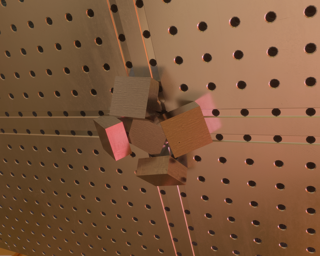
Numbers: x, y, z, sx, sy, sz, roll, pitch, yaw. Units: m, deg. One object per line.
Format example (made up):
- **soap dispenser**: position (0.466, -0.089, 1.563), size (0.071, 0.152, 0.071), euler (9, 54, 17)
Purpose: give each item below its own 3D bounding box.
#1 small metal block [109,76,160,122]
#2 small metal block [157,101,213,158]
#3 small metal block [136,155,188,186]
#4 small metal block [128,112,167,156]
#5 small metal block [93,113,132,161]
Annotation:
- **small metal block**: position (-0.032, -0.037, 0.388), size (0.050, 0.025, 0.050), euler (6, 85, 25)
- **small metal block**: position (0.031, 0.002, 0.380), size (0.050, 0.025, 0.050), euler (-23, 110, -1)
- **small metal block**: position (0.003, 0.061, 0.430), size (0.050, 0.025, 0.050), euler (-9, 150, 32)
- **small metal block**: position (-0.012, 0.006, 0.419), size (0.050, 0.025, 0.050), euler (28, 128, 10)
- **small metal block**: position (-0.067, 0.012, 0.437), size (0.050, 0.025, 0.050), euler (29, 138, 56)
